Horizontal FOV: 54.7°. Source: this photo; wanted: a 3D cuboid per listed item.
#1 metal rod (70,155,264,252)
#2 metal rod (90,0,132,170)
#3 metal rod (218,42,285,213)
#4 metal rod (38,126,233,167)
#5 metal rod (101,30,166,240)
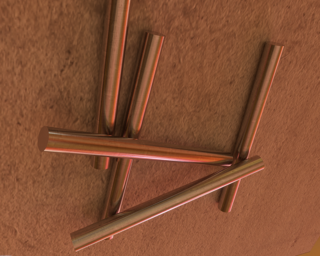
[{"bbox_3d":[0.023,0.102,0.450,0.302,0.025,0.025,-19,126,-18],"label":"metal rod"},{"bbox_3d":[-0.049,-0.085,0.328,0.025,0.025,0.298,-3,120,-27],"label":"metal rod"},{"bbox_3d":[0.137,0.015,0.493,0.025,0.025,0.298,-6,121,-26],"label":"metal rod"},{"bbox_3d":[-0.002,0.030,0.398,0.302,0.025,0.025,10,113,-42],"label":"metal rod"},{"bbox_3d":[-0.043,0.027,0.401,0.025,0.025,0.298,1,118,-30],"label":"metal rod"}]
